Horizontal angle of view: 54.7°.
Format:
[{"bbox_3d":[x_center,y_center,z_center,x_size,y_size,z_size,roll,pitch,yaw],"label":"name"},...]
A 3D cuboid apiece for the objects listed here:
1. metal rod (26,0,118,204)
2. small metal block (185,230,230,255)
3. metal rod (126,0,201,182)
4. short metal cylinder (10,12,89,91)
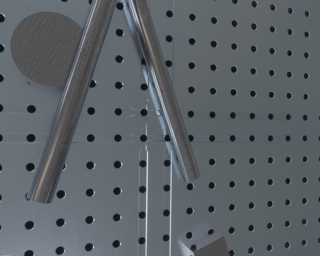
[{"bbox_3d":[-0.080,-0.070,0.329,0.025,0.025,0.299,19,84,-19],"label":"metal rod"},{"bbox_3d":[0.070,0.183,0.439,0.050,0.025,0.050,-20,97,-19],"label":"small metal block"},{"bbox_3d":[-0.001,-0.072,0.412,0.025,0.025,0.298,-20,97,-19],"label":"metal rod"},{"bbox_3d":[-0.124,-0.084,0.354,0.081,0.050,0.079,0,90,-20],"label":"short metal cylinder"}]
